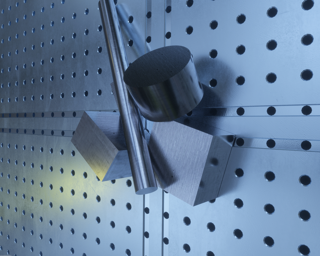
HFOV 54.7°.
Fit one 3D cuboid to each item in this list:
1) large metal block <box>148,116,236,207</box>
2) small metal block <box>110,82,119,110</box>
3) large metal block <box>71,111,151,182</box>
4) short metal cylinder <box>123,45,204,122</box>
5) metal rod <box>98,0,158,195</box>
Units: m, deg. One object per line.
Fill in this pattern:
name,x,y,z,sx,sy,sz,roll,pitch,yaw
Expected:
large metal block,0.031,0.034,0.365,0.080,0.050,0.079,22,104,37
small metal block,-0.039,-0.052,0.440,0.050,0.025,0.050,-30,72,35
large metal block,-0.058,0.022,0.419,0.080,0.081,0.050,45,117,30
short metal cylinder,0.005,-0.052,0.359,0.080,0.080,0.050,11,141,39
metal rod,-0.048,-0.060,0.408,0.025,0.025,0.299,-34,57,34
